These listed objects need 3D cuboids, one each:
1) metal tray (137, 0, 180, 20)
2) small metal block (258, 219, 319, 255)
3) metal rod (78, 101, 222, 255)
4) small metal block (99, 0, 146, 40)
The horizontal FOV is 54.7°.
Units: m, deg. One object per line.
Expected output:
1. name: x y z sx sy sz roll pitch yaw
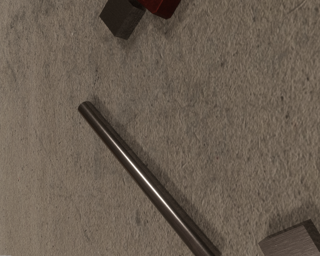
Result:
1. metal tray: 0.010 -0.219 0.392 0.090 0.030 0.129 49 119 28
2. small metal block: 0.132 0.122 0.295 0.050 0.025 0.050 -39 66 32
3. metal rod: -0.030 0.059 0.427 0.300 0.025 0.025 45 117 30
4. small metal block: -0.055 -0.165 0.448 0.050 0.025 0.050 -50 61 28
